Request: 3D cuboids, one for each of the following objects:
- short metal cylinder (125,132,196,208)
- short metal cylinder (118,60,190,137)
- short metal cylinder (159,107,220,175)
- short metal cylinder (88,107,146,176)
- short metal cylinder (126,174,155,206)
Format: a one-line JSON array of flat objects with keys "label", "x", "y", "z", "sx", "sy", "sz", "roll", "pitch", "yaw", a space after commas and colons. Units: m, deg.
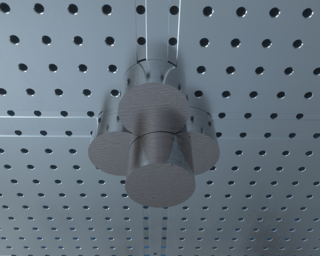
[{"label": "short metal cylinder", "x": 0.000, "y": 0.051, "z": 0.372, "sx": 0.081, "sy": 0.050, "sz": 0.079, "roll": 0, "pitch": 130, "yaw": 0}, {"label": "short metal cylinder", "x": -0.007, "y": -0.033, "z": 0.366, "sx": 0.081, "sy": 0.050, "sz": 0.079, "roll": -1, "pitch": 130, "yaw": -1}, {"label": "short metal cylinder", "x": 0.035, "y": 0.019, "z": 0.411, "sx": 0.081, "sy": 0.050, "sz": 0.079, "roll": 0, "pitch": 130, "yaw": 0}, {"label": "short metal cylinder", "x": -0.050, "y": 0.018, "z": 0.410, "sx": 0.081, "sy": 0.050, "sz": 0.079, "roll": 0, "pitch": 130, "yaw": 0}, {"label": "short metal cylinder", "x": -0.008, "y": 0.070, "z": 0.454, "sx": 0.081, "sy": 0.050, "sz": 0.079, "roll": -1, "pitch": 128, "yaw": 0}]
